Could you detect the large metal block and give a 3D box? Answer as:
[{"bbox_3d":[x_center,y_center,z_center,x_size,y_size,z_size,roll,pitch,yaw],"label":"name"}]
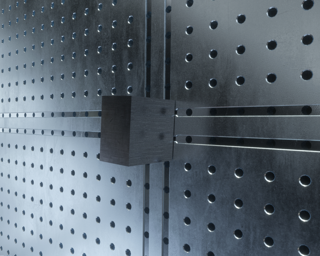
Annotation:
[{"bbox_3d":[-0.027,0.002,0.393,0.050,0.081,0.079,5,93,39],"label":"large metal block"}]
